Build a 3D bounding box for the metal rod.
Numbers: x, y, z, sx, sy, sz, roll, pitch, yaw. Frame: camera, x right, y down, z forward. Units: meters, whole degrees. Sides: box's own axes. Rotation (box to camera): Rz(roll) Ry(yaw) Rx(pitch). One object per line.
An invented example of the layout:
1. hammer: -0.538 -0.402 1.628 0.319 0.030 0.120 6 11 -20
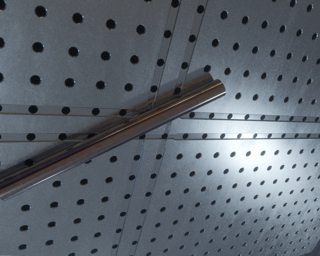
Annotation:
1. metal rod: -0.051 0.009 0.388 0.302 0.025 0.025 -26 128 -13
